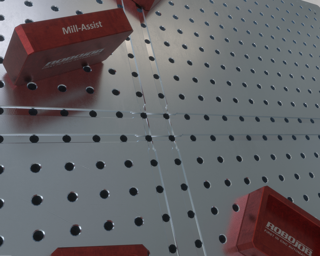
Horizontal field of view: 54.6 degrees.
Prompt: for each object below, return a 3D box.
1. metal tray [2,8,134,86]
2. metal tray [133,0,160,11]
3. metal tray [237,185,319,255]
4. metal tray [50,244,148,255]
[{"bbox_3d":[-0.106,-0.096,0.364,0.131,0.090,0.030,-27,92,-37],"label":"metal tray"},{"bbox_3d":[-0.024,-0.275,0.559,0.090,0.030,0.130,36,51,-4],"label":"metal tray"},{"bbox_3d":[0.171,0.148,0.405,0.130,0.030,0.090,34,51,-6],"label":"metal tray"},{"bbox_3d":[-0.053,0.173,0.270,0.091,0.030,0.130,8,58,-24],"label":"metal tray"}]
